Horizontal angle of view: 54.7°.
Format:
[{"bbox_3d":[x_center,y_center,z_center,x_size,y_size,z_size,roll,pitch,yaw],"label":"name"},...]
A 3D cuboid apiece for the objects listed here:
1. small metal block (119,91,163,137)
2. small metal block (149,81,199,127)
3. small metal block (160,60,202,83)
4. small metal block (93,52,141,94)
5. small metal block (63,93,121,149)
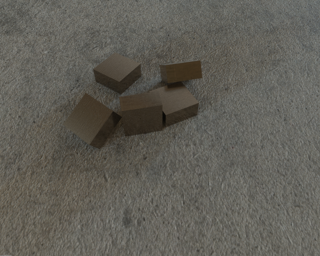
[{"bbox_3d":[-0.024,-0.018,0.401,0.050,0.050,0.025,-9,51,-8],"label":"small metal block"},{"bbox_3d":[0.019,-0.034,0.432,0.050,0.025,0.050,-21,53,-17],"label":"small metal block"},{"bbox_3d":[0.030,-0.084,0.457,0.050,0.025,0.050,-10,13,-8],"label":"small metal block"},{"bbox_3d":[-0.064,-0.084,0.474,0.050,0.025,0.050,28,55,21],"label":"small metal block"},{"bbox_3d":[-0.086,-0.009,0.396,0.050,0.025,0.050,33,87,25],"label":"small metal block"}]
